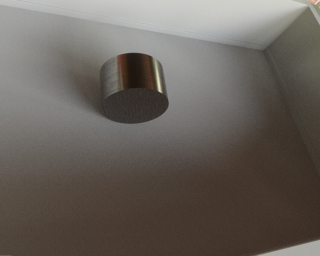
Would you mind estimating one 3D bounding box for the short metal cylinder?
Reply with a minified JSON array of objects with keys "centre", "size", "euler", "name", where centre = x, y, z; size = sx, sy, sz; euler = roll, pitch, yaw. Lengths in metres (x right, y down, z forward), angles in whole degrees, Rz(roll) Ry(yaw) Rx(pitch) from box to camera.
[{"centre":[-0.033,-0.046,0.381],"size":[0.081,0.080,0.050],"euler":[6,59,-25],"name":"short metal cylinder"}]
